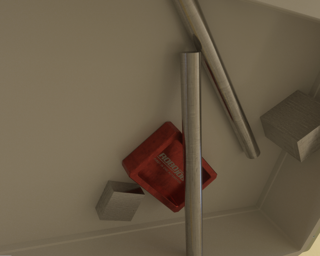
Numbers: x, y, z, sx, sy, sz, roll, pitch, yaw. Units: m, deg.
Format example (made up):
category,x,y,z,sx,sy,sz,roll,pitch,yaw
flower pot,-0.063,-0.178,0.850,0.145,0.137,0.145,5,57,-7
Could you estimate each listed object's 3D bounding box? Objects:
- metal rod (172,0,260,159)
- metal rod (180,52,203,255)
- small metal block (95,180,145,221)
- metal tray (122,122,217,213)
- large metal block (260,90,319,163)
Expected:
category,x,y,z,sx,sy,sz,roll,pitch,yaw
metal rod,0.090,-0.052,0.427,0.025,0.025,0.300,-38,130,-3
metal rod,0.044,0.051,0.415,0.025,0.025,0.298,-11,110,-23
small metal block,-0.057,0.105,0.444,0.050,0.025,0.050,15,111,-35
metal tray,0.019,0.062,0.455,0.090,0.030,0.130,-42,130,0
large metal block,0.223,-0.005,0.495,0.080,0.080,0.050,-35,129,-5
